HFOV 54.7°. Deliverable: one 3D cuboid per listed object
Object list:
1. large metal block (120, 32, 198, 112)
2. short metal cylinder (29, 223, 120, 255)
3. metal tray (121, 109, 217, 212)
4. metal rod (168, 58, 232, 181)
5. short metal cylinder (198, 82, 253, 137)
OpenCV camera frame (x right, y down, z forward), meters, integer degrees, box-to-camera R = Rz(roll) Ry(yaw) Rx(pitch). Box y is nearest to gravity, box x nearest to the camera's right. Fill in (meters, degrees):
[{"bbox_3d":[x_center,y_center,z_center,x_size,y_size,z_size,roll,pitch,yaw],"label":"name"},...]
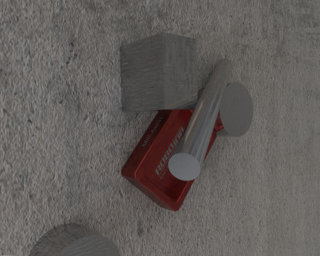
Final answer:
[{"bbox_3d":[-0.003,-0.060,0.366,0.050,0.080,0.079,-3,92,-40],"label":"large metal block"},{"bbox_3d":[-0.087,0.143,0.316,0.081,0.050,0.079,0,90,-40],"label":"short metal cylinder"},{"bbox_3d":[0.018,0.032,0.415,0.090,0.030,0.130,46,62,-30],"label":"metal tray"},{"bbox_3d":[0.061,-0.035,0.365,0.025,0.025,0.301,67,25,-18],"label":"metal rod"},{"bbox_3d":[0.097,-0.027,0.469,0.081,0.050,0.079,0,90,-40],"label":"short metal cylinder"}]
